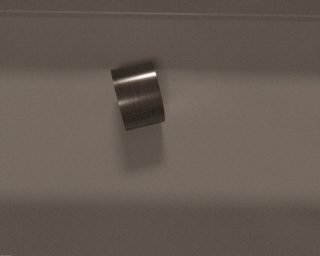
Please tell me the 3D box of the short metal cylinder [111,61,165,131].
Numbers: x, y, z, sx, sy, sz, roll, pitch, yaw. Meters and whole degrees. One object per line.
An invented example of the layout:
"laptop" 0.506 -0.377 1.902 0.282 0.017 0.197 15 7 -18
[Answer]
"short metal cylinder" -0.028 -0.040 0.395 0.050 0.080 0.080 -14 71 -5
